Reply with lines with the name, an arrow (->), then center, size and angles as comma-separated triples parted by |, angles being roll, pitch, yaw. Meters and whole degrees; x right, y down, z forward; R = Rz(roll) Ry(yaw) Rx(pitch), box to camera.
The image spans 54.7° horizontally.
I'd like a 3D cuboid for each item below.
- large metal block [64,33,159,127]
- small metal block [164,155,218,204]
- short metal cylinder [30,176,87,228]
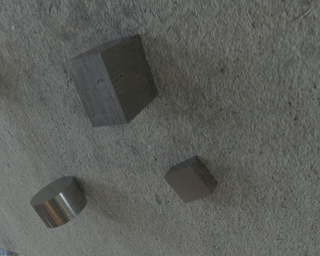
large metal block -> -0.052, -0.056, 0.364 | 0.050, 0.080, 0.080 | -5, 116, 30
small metal block -> 0.043, 0.072, 0.429 | 0.050, 0.025, 0.050 | -31, 101, 38
short metal cylinder -> -0.177, 0.128, 0.544 | 0.080, 0.080, 0.050 | -14, 111, 34
